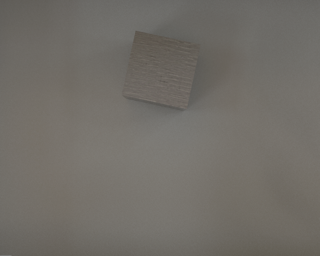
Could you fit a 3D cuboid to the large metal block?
[{"bbox_3d":[0.002,-0.070,0.399,0.080,0.050,0.080,12,90,0],"label":"large metal block"}]
